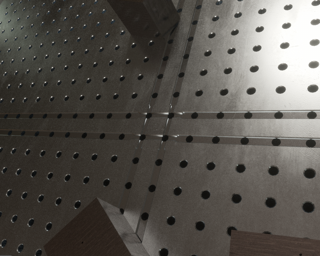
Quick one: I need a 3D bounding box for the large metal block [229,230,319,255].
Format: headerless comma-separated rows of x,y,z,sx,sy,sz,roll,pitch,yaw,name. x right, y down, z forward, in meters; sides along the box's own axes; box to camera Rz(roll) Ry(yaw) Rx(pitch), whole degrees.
0.101,0.135,0.256,0.080,0.050,0.080,-2,61,27,large metal block

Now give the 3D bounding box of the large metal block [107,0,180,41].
-0.026,-0.194,0.504,0.080,0.080,0.050,22,74,36,large metal block

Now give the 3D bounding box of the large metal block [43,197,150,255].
-0.069,0.139,0.341,0.080,0.050,0.080,-43,51,-2,large metal block
